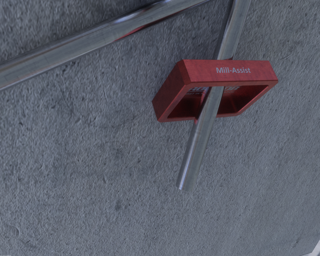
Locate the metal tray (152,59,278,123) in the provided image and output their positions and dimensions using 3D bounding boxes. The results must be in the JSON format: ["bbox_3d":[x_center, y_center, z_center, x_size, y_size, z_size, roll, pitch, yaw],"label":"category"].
[{"bbox_3d":[0.066,-0.045,0.382,0.131,0.030,0.090,-5,156,-26],"label":"metal tray"}]

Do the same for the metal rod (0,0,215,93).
[{"bbox_3d":[-0.063,-0.093,0.314,0.302,0.025,0.025,-27,128,-12],"label":"metal rod"}]

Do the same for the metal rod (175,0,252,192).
[{"bbox_3d":[0.070,-0.061,0.378,0.025,0.025,0.298,6,106,-31],"label":"metal rod"}]
